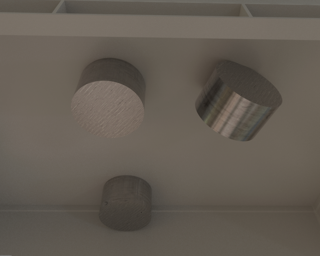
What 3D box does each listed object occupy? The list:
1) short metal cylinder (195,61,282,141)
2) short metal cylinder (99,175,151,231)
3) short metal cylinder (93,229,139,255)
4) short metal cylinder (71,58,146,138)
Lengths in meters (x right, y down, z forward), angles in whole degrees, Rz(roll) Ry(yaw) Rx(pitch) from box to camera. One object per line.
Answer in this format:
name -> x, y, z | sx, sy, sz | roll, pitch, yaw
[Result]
short metal cylinder -> 0.087, -0.031, 0.348 | 0.081, 0.080, 0.050 | 17, 128, -14
short metal cylinder -> -0.054, 0.121, 0.495 | 0.081, 0.050, 0.079 | 0, 130, 0
short metal cylinder -> -0.080, 0.236, 0.576 | 0.081, 0.080, 0.050 | 1, 130, -1
short metal cylinder -> -0.058, -0.034, 0.363 | 0.081, 0.050, 0.079 | 0, 130, 0
